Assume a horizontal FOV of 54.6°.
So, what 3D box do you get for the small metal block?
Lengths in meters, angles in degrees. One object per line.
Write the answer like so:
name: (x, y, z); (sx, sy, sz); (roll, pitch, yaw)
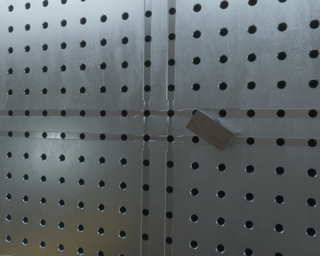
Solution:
small metal block: (0.065, 0.002, 0.377); (0.050, 0.050, 0.025); (35, 102, 16)
